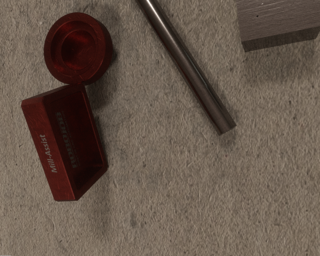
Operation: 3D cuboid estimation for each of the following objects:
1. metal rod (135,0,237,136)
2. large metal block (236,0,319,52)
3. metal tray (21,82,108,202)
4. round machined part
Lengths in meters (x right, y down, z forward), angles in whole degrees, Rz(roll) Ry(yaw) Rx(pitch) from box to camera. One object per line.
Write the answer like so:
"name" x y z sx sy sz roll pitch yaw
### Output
"metal rod" 0.009 -0.124 0.405 0.025 0.025 0.299 -33 80 17
"large metal block" 0.130 -0.138 0.350 0.080 0.050 0.080 -7 88 19
"metal tray" -0.114 0.015 0.393 0.030 0.090 0.129 -7 107 20
"round machined part" -0.110 -0.108 0.437 0.098 0.042 0.097 0 90 19
